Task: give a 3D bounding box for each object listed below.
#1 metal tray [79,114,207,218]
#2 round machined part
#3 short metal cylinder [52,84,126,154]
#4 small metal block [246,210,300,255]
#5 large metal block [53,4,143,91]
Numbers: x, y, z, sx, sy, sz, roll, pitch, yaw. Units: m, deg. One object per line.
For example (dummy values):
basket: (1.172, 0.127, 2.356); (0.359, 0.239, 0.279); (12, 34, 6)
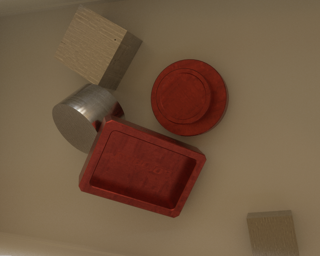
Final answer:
metal tray: (-0.021, 0.048, 0.376); (0.131, 0.030, 0.090); (21, 99, -18)
round machined part: (0.034, -0.038, 0.389); (0.098, 0.042, 0.097); (0, 90, 19)
short metal cylinder: (-0.093, -0.011, 0.408); (0.080, 0.050, 0.079); (23, 138, 23)
small metal block: (0.132, 0.126, 0.364); (0.050, 0.025, 0.050); (-10, 87, 19)
large metal block: (-0.084, -0.108, 0.426); (0.080, 0.050, 0.080); (34, 101, 16)
